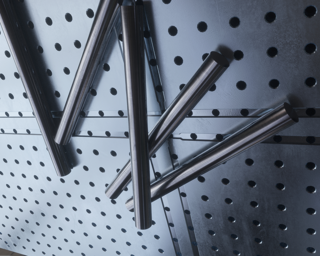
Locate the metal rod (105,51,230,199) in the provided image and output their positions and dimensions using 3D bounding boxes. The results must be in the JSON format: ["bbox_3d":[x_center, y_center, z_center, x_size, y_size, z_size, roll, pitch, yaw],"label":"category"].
[{"bbox_3d":[-0.008,0.017,0.424,0.025,0.025,0.298,39,129,1],"label":"metal rod"}]

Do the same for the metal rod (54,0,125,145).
[{"bbox_3d":[-0.096,-0.080,0.410,0.025,0.025,0.298,36,129,4],"label":"metal rod"}]

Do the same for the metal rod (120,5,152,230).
[{"bbox_3d":[-0.028,0.002,0.398,0.025,0.025,0.298,8,114,23],"label":"metal rod"}]

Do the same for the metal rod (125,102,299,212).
[{"bbox_3d":[0.046,0.055,0.419,0.025,0.025,0.299,48,128,-6],"label":"metal rod"}]

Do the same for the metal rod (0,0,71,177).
[{"bbox_3d":[-0.191,-0.052,0.476,0.025,0.025,0.298,5,121,25],"label":"metal rod"}]
